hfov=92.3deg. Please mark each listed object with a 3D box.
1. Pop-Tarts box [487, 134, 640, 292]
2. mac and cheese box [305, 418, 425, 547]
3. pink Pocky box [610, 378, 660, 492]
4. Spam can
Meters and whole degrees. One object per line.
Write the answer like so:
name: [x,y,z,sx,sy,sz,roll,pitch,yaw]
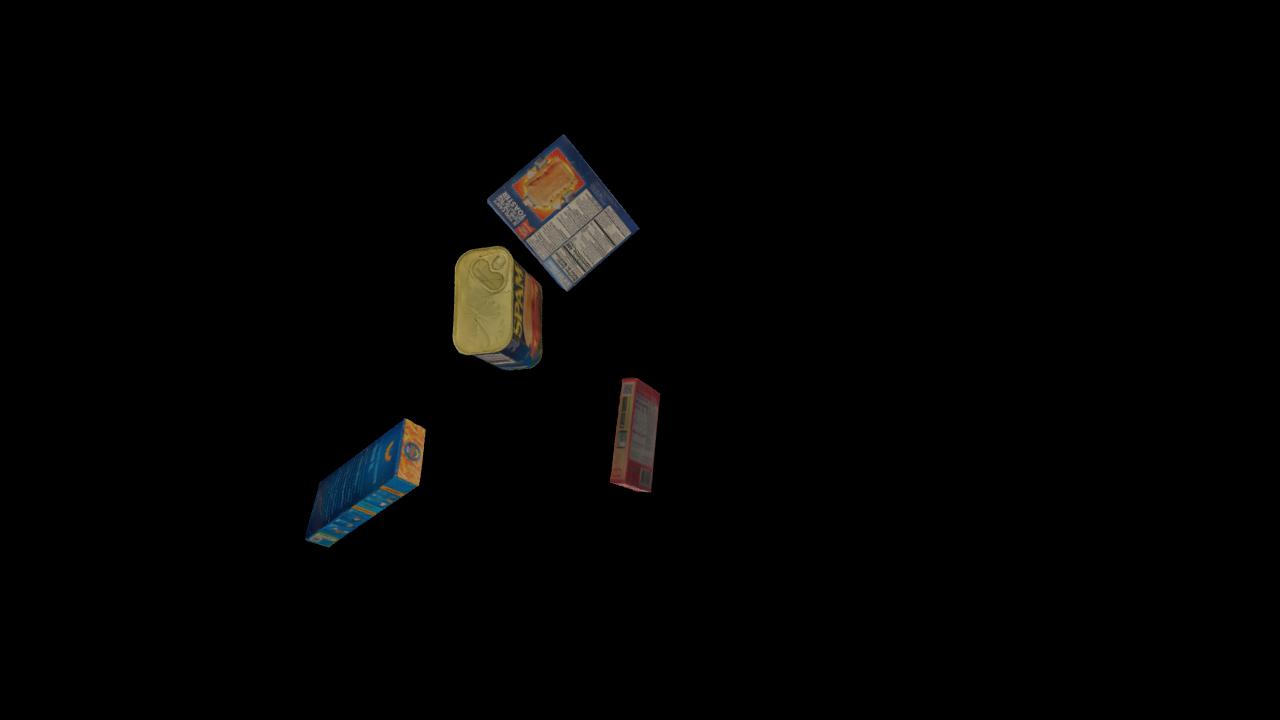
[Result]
Pop-Tarts box: [-0.112,-0.209,0.889,0.141,0.167,0.083,-42,15,-3]
mac and cheese box: [-0.356,0.161,0.800,0.184,0.093,0.041,-33,-49,21]
pink Pocky box: [-0.005,0.111,0.905,0.029,0.155,0.084,-3,-20,27]
Spam can: [-0.132,-0.045,0.590,0.058,0.101,0.085,-4,-14,11]
